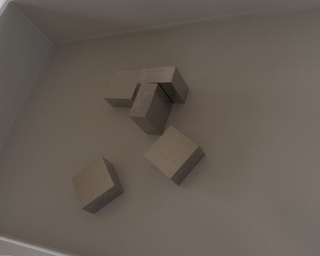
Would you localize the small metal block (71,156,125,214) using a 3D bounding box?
[{"bbox_3d":[-0.081,0.074,0.401,0.050,0.025,0.050,-36,51,4],"label":"small metal block"}]

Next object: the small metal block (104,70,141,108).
[{"bbox_3d":[-0.049,-0.058,0.466,0.050,0.025,0.050,5,64,30],"label":"small metal block"}]

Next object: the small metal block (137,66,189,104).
[{"bbox_3d":[0.005,-0.057,0.421,0.050,0.050,0.025,3,63,29],"label":"small metal block"}]

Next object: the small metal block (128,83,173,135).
[{"bbox_3d":[-0.011,-0.024,0.409,0.025,0.050,0.050,6,65,30],"label":"small metal block"}]

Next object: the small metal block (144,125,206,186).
[{"bbox_3d":[0.018,0.033,0.375,0.050,0.025,0.050,-48,52,-6],"label":"small metal block"}]
